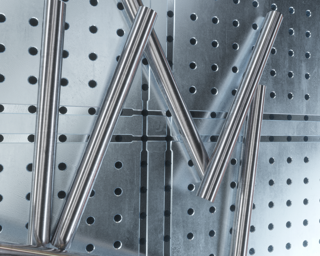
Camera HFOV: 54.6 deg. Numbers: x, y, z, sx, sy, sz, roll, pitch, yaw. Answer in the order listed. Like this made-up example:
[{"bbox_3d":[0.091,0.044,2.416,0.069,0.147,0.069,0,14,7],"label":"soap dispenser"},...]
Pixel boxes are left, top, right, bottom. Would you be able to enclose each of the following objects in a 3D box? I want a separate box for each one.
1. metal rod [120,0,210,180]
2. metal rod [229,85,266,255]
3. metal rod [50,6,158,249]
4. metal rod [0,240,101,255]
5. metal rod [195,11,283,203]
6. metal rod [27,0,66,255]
[{"bbox_3d":[0.010,-0.059,0.415,0.025,0.025,0.299,-27,99,-18],"label":"metal rod"},{"bbox_3d":[0.127,0.085,0.459,0.025,0.025,0.299,8,87,-20],"label":"metal rod"},{"bbox_3d":[-0.066,-0.002,0.373,0.025,0.025,0.299,21,88,-19],"label":"metal rod"},{"bbox_3d":[-0.090,0.158,0.359,0.302,0.025,0.025,22,83,-27],"label":"metal rod"},{"bbox_3d":[0.117,-0.039,0.439,0.025,0.025,0.300,29,75,-18],"label":"metal rod"},{"bbox_3d":[-0.133,0.002,0.363,0.025,0.025,0.298,4,89,-20],"label":"metal rod"}]
